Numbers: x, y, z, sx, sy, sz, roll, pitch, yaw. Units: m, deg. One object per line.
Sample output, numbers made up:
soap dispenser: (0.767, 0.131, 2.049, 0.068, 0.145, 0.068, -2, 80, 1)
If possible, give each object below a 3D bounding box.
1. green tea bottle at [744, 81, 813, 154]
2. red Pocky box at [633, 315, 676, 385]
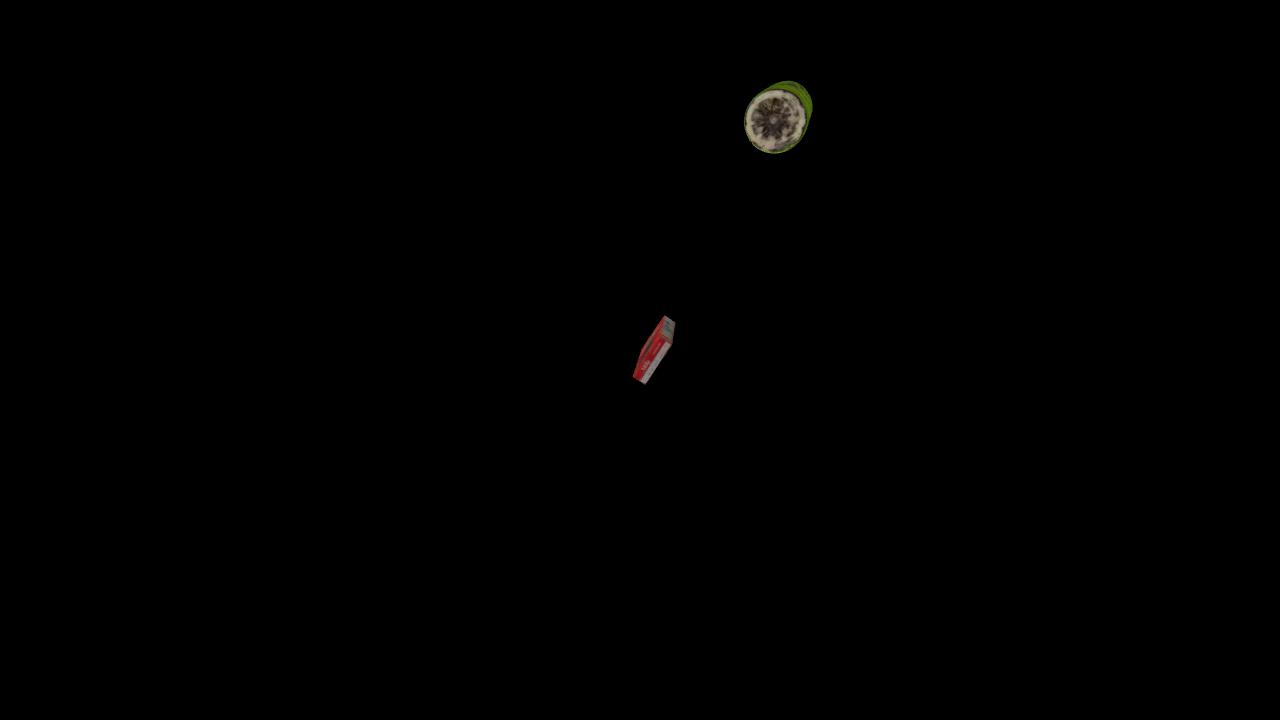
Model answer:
green tea bottle: (0.174, -0.301, 0.752, 0.073, 0.073, 0.212, 0, 24, 17)
red Pocky box: (0.025, -0.020, 1.033, 0.028, 0.083, 0.155, 31, 17, -4)
